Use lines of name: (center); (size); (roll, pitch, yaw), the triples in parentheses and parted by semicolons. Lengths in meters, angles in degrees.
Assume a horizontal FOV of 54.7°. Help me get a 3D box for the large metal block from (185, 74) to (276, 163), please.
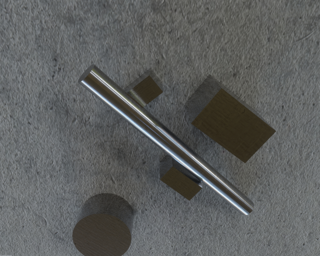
large metal block: (0.081, -0.015, 0.376); (0.080, 0.080, 0.050); (36, 106, -13)

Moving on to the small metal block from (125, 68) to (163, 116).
small metal block: (-0.024, -0.044, 0.380); (0.050, 0.050, 0.025); (-36, 106, 12)

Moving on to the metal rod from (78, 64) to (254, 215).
metal rod: (0.026, 0.030, 0.386); (0.025, 0.025, 0.301); (-42, 118, 14)

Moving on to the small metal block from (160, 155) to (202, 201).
small metal block: (0.027, 0.063, 0.420); (0.050, 0.050, 0.025); (37, 106, -13)

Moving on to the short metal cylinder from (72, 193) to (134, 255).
short metal cylinder: (-0.080, 0.142, 0.448); (0.081, 0.050, 0.079); (0, 110, -1)
